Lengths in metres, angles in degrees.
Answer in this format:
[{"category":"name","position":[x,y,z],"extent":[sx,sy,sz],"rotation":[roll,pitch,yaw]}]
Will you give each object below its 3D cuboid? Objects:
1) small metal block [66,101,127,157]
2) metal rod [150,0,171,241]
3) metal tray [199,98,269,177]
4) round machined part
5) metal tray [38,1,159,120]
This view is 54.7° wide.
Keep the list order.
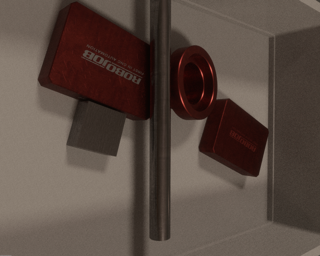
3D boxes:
[{"category":"small metal block","position":[-0.071,0.002,0.349],"extent":[0.050,0.025,0.050],"rotation":[20,77,-39]},{"category":"metal rod","position":[0.000,-0.019,0.369],"extent":[0.025,0.025,0.298],"rotation":[0,91,-40]},{"category":"metal tray","position":[0.126,0.019,0.512],"extent":[0.131,0.030,0.090],"rotation":[29,72,-36]},{"category":"round machined part","position":[0.036,-0.059,0.420],"extent":[0.099,0.042,0.097],"rotation":[1,89,-52]},{"category":"metal tray","position":[-0.060,-0.069,0.355],"extent":[0.131,0.030,0.090],"rotation":[21,77,-38]}]
